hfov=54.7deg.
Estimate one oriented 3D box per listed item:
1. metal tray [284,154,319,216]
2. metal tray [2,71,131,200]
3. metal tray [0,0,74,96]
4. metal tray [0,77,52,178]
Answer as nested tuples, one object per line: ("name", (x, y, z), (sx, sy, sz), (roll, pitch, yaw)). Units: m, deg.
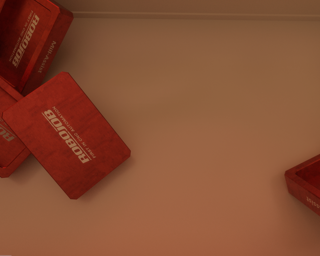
("metal tray", (0.213, 0.068, 0.334), (0.090, 0.130, 0.030), (-24, 112, -7))
("metal tray", (-0.110, 0.009, 0.378), (0.090, 0.030, 0.130), (-39, 97, -13))
("metal tray", (-0.184, -0.118, 0.413), (0.090, 0.030, 0.129), (36, 106, 11))
("metal tray", (-0.209, -0.013, 0.378), (0.130, 0.030, 0.090), (44, 74, -16))
